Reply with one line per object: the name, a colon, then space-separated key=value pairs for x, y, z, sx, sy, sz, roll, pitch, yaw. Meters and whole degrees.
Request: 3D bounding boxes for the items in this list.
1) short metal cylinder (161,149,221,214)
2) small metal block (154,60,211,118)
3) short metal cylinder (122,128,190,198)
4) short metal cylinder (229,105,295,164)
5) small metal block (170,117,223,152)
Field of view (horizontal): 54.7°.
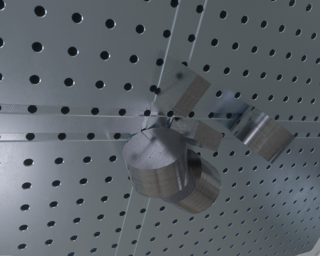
short metal cylinder: x=0.039 y=0.076 z=0.444 sx=0.080 sy=0.080 sz=0.050 roll=-48 pitch=129 yaw=5
small metal block: x=0.027 y=-0.048 z=0.380 sx=0.025 sy=0.050 sz=0.050 roll=28 pitch=103 yaw=-38
short metal cylinder: x=-0.003 y=0.043 z=0.401 sx=0.081 sy=0.080 sz=0.050 roll=-22 pitch=127 yaw=-15
short metal cylinder: x=0.152 y=0.009 z=0.464 sx=0.080 sy=0.080 sz=0.050 roll=30 pitch=102 yaw=-38
small metal block: x=0.049 y=0.008 z=0.423 sx=0.050 sy=0.050 sz=0.025 roll=27 pitch=80 yaw=-38
